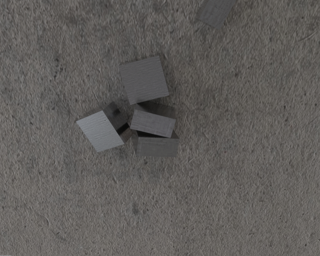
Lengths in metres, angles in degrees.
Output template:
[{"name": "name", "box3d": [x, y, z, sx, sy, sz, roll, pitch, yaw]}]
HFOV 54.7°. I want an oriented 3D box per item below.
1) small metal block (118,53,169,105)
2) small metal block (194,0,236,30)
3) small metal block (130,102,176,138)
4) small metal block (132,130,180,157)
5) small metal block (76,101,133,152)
[{"name": "small metal block", "box3d": [-0.019, -0.061, 0.387, 0.050, 0.025, 0.050, -14, 110, 5]}, {"name": "small metal block", "box3d": [0.064, -0.140, 0.345, 0.025, 0.050, 0.050, 26, 108, -9]}, {"name": "small metal block", "box3d": [-0.008, -0.014, 0.391, 0.050, 0.050, 0.025, 14, 110, -5]}, {"name": "small metal block", "box3d": [-0.007, 0.014, 0.397, 0.050, 0.050, 0.025, 3, 111, -14]}, {"name": "small metal block", "box3d": [-0.071, -0.001, 0.398, 0.050, 0.025, 0.050, -18, 111, 35]}]
